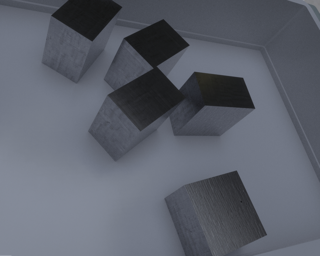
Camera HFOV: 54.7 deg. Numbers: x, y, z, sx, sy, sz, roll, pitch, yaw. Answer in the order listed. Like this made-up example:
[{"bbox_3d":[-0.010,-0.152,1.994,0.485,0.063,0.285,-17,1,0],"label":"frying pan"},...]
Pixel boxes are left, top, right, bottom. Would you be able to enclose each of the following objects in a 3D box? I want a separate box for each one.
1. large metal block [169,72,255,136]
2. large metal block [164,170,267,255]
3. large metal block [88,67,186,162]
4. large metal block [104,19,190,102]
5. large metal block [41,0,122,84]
[{"bbox_3d":[0.067,-0.029,0.426,0.081,0.080,0.050,1,61,-28],"label":"large metal block"},{"bbox_3d":[0.063,0.103,0.363,0.081,0.050,0.080,-8,66,-32],"label":"large metal block"},{"bbox_3d":[-0.028,-0.016,0.366,0.050,0.080,0.080,48,51,5],"label":"large metal block"},{"bbox_3d":[-0.018,-0.088,0.415,0.050,0.080,0.080,46,50,3],"label":"large metal block"},{"bbox_3d":[-0.099,-0.117,0.390,0.050,0.080,0.080,32,51,-8],"label":"large metal block"}]
